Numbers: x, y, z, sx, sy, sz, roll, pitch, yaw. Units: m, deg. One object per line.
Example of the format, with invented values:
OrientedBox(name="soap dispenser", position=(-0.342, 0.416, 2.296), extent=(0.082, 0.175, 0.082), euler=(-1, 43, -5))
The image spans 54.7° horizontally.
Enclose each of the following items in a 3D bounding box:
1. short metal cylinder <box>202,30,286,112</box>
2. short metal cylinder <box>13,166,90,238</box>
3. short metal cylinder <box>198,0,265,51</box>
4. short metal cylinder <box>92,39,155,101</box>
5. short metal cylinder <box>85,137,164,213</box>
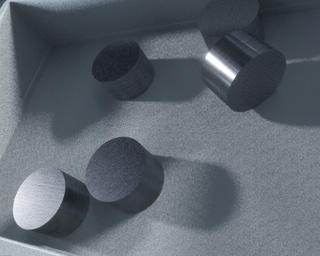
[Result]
OrientedBox(name="short metal cylinder", position=(0.096, -0.065, 0.359), extent=(0.080, 0.080, 0.050), euler=(-39, 51, 2))
OrientedBox(name="short metal cylinder", position=(-0.140, 0.096, 0.402), extent=(0.080, 0.050, 0.080), euler=(-13, 56, 20))
OrientedBox(name="short metal cylinder", position=(0.098, -0.137, 0.422), extent=(0.080, 0.050, 0.080), euler=(-13, 56, 21))
OrientedBox(name="short metal cylinder", position=(-0.055, -0.088, 0.471), extent=(0.080, 0.050, 0.080), euler=(-13, 56, 20))
OrientedBox(name="short metal cylinder", position=(-0.042, 0.057, 0.375), extent=(0.080, 0.050, 0.080), euler=(-13, 56, 20))
